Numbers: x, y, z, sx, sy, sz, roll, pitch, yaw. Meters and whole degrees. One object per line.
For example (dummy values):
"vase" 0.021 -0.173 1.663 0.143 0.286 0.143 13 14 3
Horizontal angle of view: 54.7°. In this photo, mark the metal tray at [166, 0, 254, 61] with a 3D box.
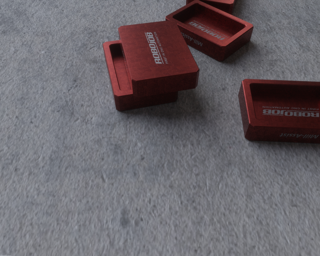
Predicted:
"metal tray" 0.085 -0.176 0.548 0.130 0.030 0.090 36 58 26

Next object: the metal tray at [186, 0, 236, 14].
"metal tray" 0.113 -0.277 0.634 0.090 0.030 0.130 14 51 11

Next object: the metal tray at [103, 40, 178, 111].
"metal tray" -0.033 -0.088 0.473 0.091 0.030 0.130 -11 51 -10

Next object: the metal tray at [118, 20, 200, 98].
"metal tray" -0.006 -0.105 0.448 0.091 0.030 0.130 -10 51 -9

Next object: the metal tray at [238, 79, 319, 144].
"metal tray" 0.179 -0.024 0.422 0.131 0.030 0.090 3 50 1
